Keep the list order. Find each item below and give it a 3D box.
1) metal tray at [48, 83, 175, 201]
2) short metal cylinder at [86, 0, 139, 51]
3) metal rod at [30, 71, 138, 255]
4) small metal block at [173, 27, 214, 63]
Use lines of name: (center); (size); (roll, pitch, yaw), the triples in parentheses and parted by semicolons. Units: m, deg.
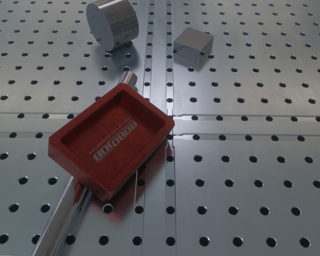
metal tray: (-0.053, 0.011, 0.369); (0.090, 0.030, 0.131); (38, 51, 7)
short metal cylinder: (-0.080, -0.177, 0.520); (0.050, 0.080, 0.080); (-33, 58, -24)
metal rod: (-0.083, 0.035, 0.377); (0.025, 0.025, 0.300); (11, 51, 9)
small metal block: (0.057, -0.142, 0.527); (0.050, 0.025, 0.050); (25, 54, 19)
